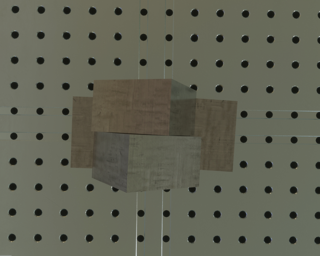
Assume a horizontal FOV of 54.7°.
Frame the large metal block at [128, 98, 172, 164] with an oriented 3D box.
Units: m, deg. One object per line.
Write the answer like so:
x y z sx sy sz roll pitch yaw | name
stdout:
-0.006 0.005 0.399 0.081 0.050 0.079 3 90 -1 | large metal block

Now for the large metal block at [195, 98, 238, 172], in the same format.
0.059 0.008 0.386 0.050 0.080 0.079 4 90 0 | large metal block

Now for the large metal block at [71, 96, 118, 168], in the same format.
-0.073 0.005 0.385 0.050 0.080 0.079 2 90 0 | large metal block

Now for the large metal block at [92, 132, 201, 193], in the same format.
-0.016 0.031 0.319 0.081 0.080 0.050 3 90 -34 | large metal block

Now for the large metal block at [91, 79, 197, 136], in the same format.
-0.013 -0.019 0.322 0.080 0.080 0.050 3 90 22 | large metal block
